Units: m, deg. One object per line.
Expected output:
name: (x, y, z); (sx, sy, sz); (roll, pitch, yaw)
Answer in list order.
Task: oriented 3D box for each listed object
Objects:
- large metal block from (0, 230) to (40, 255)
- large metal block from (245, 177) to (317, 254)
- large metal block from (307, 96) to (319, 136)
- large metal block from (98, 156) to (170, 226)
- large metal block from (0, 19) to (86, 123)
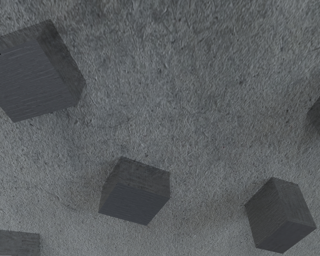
large metal block: (-0.279, 0.242, 0.594); (0.081, 0.050, 0.079); (9, 130, -8)
large metal block: (0.186, 0.138, 0.490); (0.050, 0.080, 0.079); (18, 128, -14)
large metal block: (0.243, -0.024, 0.372); (0.081, 0.050, 0.079); (11, 129, -10)
large metal block: (-0.039, 0.098, 0.474); (0.080, 0.050, 0.080); (21, 127, -17)
large metal block: (-0.140, -0.060, 0.338); (0.080, 0.050, 0.080); (-14, 129, 12)
